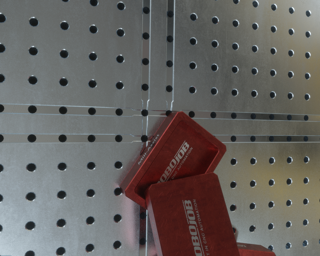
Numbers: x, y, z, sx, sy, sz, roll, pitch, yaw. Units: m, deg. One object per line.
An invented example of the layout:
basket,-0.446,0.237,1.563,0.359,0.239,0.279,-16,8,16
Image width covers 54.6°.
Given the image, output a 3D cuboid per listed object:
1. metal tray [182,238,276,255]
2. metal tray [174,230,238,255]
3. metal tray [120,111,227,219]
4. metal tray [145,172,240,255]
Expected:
metal tray,0.085,0.199,0.408,0.131,0.030,0.090,14,85,-20
metal tray,0.052,0.214,0.429,0.131,0.030,0.090,-25,98,-18
metal tray,0.020,0.054,0.416,0.090,0.030,0.130,37,78,-16
metal tray,0.040,0.126,0.371,0.091,0.030,0.130,-8,73,-17
